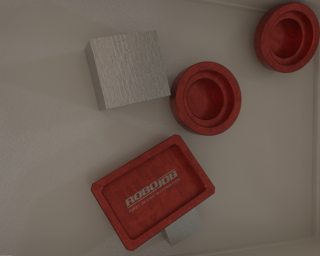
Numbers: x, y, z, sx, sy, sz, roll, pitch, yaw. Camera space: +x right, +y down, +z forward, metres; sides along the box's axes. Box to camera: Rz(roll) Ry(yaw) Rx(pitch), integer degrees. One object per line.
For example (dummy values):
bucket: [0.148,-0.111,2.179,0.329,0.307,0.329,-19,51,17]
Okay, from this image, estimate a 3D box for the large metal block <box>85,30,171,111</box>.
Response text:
large metal block: [-0.041,-0.069,0.383,0.081,0.050,0.080,-15,95,-20]

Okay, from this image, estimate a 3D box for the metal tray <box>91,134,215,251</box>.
metal tray: [-0.008,0.078,0.390,0.131,0.030,0.090,-30,80,-18]

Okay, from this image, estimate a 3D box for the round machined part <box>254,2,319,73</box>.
round machined part: [0.183,-0.134,0.462,0.099,0.042,0.097,-5,108,-16]

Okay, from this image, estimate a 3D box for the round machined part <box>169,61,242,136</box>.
round machined part: [0.058,-0.039,0.424,0.099,0.042,0.097,0,90,-21]

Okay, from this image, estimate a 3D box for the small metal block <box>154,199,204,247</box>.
small metal block: [0.024,0.123,0.421,0.050,0.025,0.050,-23,98,-19]
